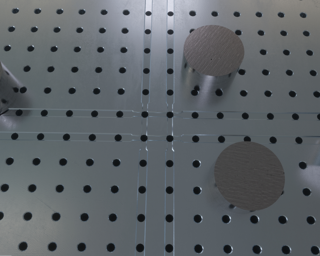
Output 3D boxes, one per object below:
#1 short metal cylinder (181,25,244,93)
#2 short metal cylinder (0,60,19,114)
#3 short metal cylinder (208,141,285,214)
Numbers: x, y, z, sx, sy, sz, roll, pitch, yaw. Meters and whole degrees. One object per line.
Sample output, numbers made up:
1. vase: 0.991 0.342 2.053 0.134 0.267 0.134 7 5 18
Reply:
1. short metal cylinder: 0.072 -0.095 0.434 0.081 0.050 0.080 0 70 0
2. short metal cylinder: -0.242 -0.060 0.419 0.081 0.050 0.080 0 70 0
3. short metal cylinder: 0.102 0.062 0.377 0.081 0.050 0.080 0 70 0
